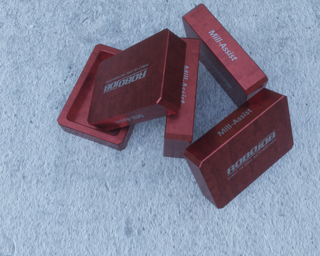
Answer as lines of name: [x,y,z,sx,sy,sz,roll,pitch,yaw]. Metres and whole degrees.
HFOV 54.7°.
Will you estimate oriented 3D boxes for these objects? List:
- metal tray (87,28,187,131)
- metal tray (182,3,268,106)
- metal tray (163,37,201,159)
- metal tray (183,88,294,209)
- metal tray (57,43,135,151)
metal tray: [-0.031,-0.052,0.368,0.130,0.030,0.090,-13,63,43]
metal tray: [0.083,-0.088,0.406,0.030,0.090,0.130,-36,74,3]
metal tray: [0.026,-0.035,0.388,0.030,0.090,0.130,6,71,2]
metal tray: [0.098,0.025,0.367,0.131,0.090,0.030,-37,39,-12]
metal tray: [-0.068,-0.044,0.422,0.090,0.030,0.130,19,71,6]
